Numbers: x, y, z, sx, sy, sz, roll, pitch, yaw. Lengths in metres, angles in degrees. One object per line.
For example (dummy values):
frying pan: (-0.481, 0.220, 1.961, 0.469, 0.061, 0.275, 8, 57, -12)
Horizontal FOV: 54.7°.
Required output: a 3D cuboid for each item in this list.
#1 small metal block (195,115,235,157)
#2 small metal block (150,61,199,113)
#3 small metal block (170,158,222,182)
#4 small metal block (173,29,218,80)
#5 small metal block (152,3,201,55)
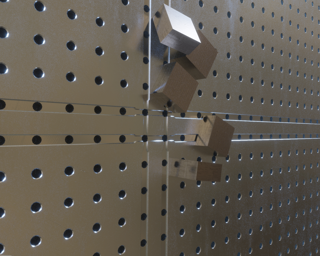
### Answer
small metal block: (0.087, 0.013, 0.485, 0.050, 0.025, 0.050, 29, 72, -37)
small metal block: (0.021, -0.055, 0.429, 0.050, 0.025, 0.050, 37, 67, -34)
small metal block: (0.051, 0.059, 0.438, 0.050, 0.050, 0.025, 12, 83, -40)
small metal block: (0.054, -0.107, 0.456, 0.050, 0.025, 0.050, 39, 66, -34)
small metal block: (0.022, -0.131, 0.414, 0.050, 0.025, 0.050, 13, 50, -38)
